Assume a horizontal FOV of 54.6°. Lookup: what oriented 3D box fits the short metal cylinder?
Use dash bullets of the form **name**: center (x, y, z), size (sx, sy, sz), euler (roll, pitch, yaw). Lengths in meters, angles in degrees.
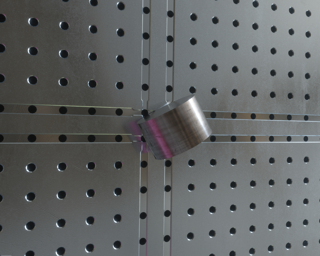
- **short metal cylinder**: center (0.018, -0.002, 0.389), size (0.080, 0.080, 0.050), euler (-30, 99, -18)
